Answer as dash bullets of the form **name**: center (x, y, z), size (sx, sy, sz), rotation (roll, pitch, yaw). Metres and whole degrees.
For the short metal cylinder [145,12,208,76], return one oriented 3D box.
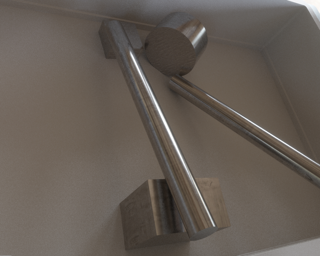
- **short metal cylinder**: center (0.024, -0.124, 0.461), size (0.080, 0.080, 0.050), rotation (36, 51, -5)

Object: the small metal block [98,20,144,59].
- **small metal block**: center (-0.058, -0.129, 0.454), size (0.050, 0.025, 0.050), rotation (-5, 64, -31)

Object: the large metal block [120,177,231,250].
- **large metal block**: center (0.012, 0.090, 0.323), size (0.081, 0.080, 0.050), rotation (3, 61, -27)

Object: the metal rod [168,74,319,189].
- **metal rod**: center (0.130, 0.013, 0.402), size (0.300, 0.025, 0.025), rotation (37, 47, 24)

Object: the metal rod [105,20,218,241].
- **metal rod**: center (-0.014, -0.025, 0.339), size (0.025, 0.025, 0.299), rotation (-1, 49, -29)
